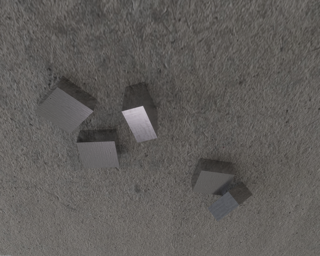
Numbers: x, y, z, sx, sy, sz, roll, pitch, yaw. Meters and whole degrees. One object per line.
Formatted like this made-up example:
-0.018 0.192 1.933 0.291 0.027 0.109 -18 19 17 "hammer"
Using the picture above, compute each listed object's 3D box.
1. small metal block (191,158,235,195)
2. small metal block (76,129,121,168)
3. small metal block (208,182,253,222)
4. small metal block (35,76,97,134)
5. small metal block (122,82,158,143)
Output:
0.079 0.075 0.472 0.050 0.025 0.050 9 130 -8 "small metal block"
-0.084 0.029 0.431 0.050 0.025 0.050 -2 130 1 "small metal block"
0.111 0.116 0.489 0.050 0.025 0.050 -13 149 -51 "small metal block"
-0.115 -0.028 0.382 0.050 0.025 0.050 36 121 -27 "small metal block"
-0.023 -0.019 0.374 0.025 0.050 0.050 -14 129 11 "small metal block"
